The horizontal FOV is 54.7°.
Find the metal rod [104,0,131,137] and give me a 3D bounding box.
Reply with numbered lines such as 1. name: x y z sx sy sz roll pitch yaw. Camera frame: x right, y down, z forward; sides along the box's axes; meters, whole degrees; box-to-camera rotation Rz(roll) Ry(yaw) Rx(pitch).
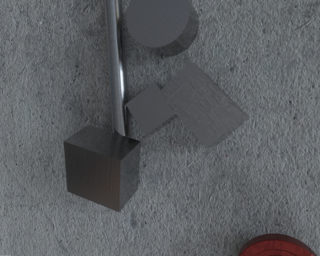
1. metal rod: -0.062 -0.122 0.429 0.025 0.025 0.298 -5 89 19

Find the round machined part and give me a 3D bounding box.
1. round machined part: 0.135 0.168 0.352 0.098 0.042 0.097 0 90 19

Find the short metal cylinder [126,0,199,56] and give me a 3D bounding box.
1. short metal cylinder: 0.005 -0.136 0.393 0.080 0.050 0.079 0 90 19

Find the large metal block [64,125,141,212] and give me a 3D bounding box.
1. large metal block: -0.074 0.051 0.405 0.080 0.050 0.079 16 120 19

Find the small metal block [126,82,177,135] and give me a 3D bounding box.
1. small metal block: -0.009 -0.025 0.411 0.050 0.025 0.050 -36 79 16

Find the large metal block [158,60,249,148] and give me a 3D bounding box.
1. large metal block: 0.054 -0.025 0.360 0.050 0.080 0.080 -44 77 14
